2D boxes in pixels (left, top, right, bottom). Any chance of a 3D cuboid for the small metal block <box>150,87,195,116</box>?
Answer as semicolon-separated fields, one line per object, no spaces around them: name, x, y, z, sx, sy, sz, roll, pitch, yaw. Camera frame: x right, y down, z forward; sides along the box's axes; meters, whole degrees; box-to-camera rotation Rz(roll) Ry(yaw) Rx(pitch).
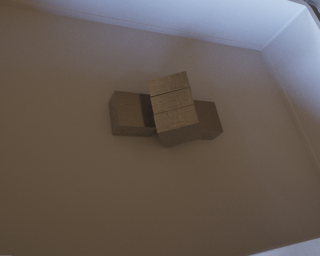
small metal block;0.019;-0.023;0.401;0.050;0.050;0.025;-15;64;5

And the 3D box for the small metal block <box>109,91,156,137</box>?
small metal block;-0.035;-0.018;0.397;0.050;0.025;0.050;4;60;-27

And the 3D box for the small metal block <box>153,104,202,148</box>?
small metal block;0.024;-0.001;0.389;0.050;0.050;0.025;-15;64;5

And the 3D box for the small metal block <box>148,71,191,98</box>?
small metal block;0.016;-0.046;0.412;0.050;0.050;0.025;-14;63;5

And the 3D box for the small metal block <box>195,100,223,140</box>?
small metal block;0.057;-0.012;0.444;0.050;0.025;0.050;3;60;-27
